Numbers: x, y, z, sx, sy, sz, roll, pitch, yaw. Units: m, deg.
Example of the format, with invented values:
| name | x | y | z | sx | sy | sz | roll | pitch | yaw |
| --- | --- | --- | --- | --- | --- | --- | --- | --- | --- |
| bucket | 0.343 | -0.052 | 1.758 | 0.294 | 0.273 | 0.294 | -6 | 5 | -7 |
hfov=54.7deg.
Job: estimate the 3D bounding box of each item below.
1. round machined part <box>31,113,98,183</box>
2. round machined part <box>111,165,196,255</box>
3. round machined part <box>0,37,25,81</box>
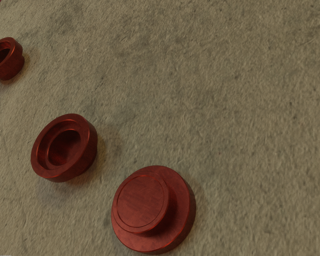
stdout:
| name | x | y | z | sx | sy | sz | roll | pitch | yaw |
| --- | --- | --- | --- | --- | --- | --- | --- | --- | --- |
| round machined part | -0.129 | 0.031 | 0.440 | 0.098 | 0.042 | 0.098 | -13 | 56 | 20 |
| round machined part | -0.013 | 0.087 | 0.346 | 0.098 | 0.042 | 0.098 | -13 | 56 | 20 |
| round machined part | -0.323 | -0.137 | 0.643 | 0.098 | 0.042 | 0.098 | -13 | 56 | 20 |
